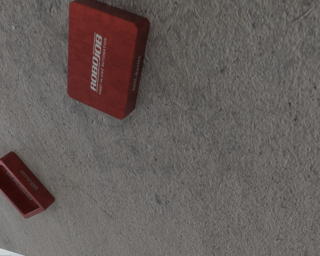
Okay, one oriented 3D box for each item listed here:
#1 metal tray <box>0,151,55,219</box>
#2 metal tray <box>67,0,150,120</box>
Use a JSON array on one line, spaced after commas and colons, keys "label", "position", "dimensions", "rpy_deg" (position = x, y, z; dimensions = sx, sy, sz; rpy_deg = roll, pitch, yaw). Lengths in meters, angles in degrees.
[{"label": "metal tray", "position": [-0.285, 0.118, 0.626], "dimensions": [0.090, 0.030, 0.130], "rpy_deg": [-29, 103, 37]}, {"label": "metal tray", "position": [-0.069, -0.083, 0.388], "dimensions": [0.090, 0.030, 0.129], "rpy_deg": [24, 127, 13]}]
